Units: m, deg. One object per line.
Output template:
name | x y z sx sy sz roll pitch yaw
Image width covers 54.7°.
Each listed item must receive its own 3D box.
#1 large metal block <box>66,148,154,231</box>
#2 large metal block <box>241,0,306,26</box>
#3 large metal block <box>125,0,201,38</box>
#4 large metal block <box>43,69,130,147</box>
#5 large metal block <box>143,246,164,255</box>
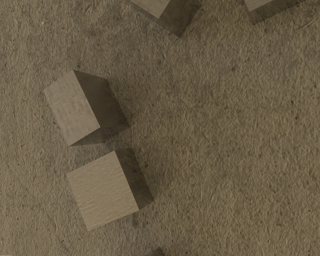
large metal block | -0.067 0.081 0.419 0.080 0.050 0.080 -26 82 18
large metal block | 0.127 -0.177 0.351 0.080 0.050 0.080 -22 83 18
large metal block | -0.004 -0.163 0.381 0.080 0.080 0.050 38 102 16
large metal block | -0.095 -0.024 0.413 0.050 0.080 0.080 -30 80 18
large metal block | -0.020 0.217 0.403 0.080 0.050 0.080 -35 79 16
